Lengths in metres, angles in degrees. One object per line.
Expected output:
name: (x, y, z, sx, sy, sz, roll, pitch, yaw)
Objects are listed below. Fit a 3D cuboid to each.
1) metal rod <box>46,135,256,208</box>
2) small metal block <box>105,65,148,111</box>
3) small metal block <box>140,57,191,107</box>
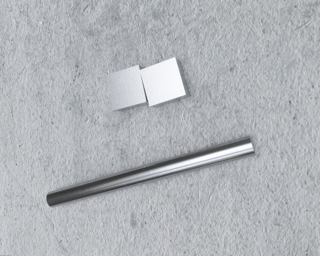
metal rod: (-0.025, 0.064, 0.416, 0.301, 0.025, 0.025, -18, 84, 18)
small metal block: (-0.042, -0.053, 0.423, 0.050, 0.025, 0.050, -13, 86, 19)
small metal block: (0.007, -0.059, 0.406, 0.050, 0.025, 0.050, -17, 85, 18)
